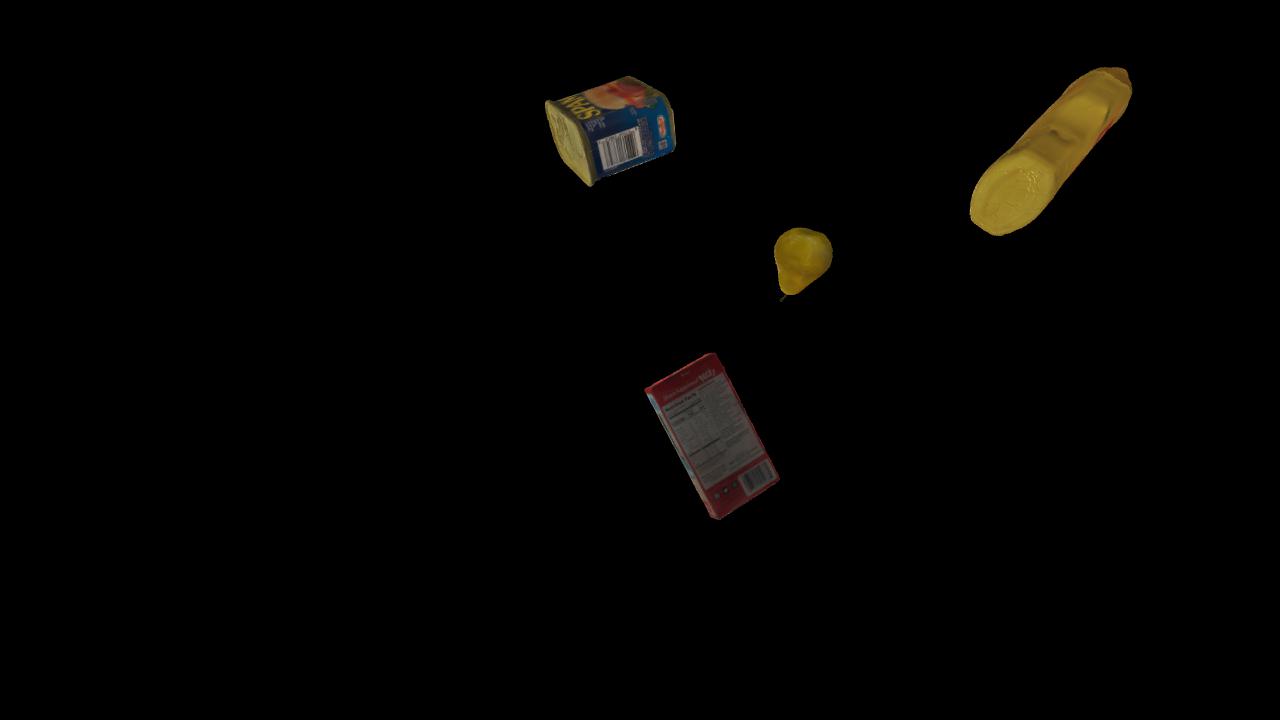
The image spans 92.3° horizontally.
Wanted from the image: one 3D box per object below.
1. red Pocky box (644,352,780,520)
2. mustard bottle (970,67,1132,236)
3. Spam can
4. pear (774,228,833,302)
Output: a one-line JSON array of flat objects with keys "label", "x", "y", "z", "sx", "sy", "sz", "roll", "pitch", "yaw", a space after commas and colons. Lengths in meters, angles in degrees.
[{"label": "red Pocky box", "x": 0.076, "y": 0.078, "z": 0.640, "sx": 0.083, "sy": 0.155, "sz": 0.028, "roll": -28, "pitch": 4, "yaw": -14}, {"label": "mustard bottle", "x": 0.357, "y": -0.190, "z": 0.518, "sx": 0.054, "sy": 0.184, "sz": 0.092, "roll": 39, "pitch": -17, "yaw": 22}, {"label": "Spam can", "x": -0.026, "y": -0.206, "z": 0.546, "sx": 0.085, "sy": 0.058, "sz": 0.101, "roll": -24, "pitch": 43, "yaw": -11}, {"label": "pear", "x": 0.220, "y": -0.124, "z": 0.853, "sx": 0.080, "sy": 0.111, "sz": 0.080, "roll": 6, "pitch": 27, "yaw": -3}]
